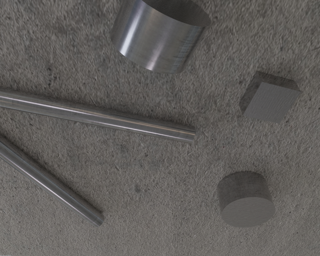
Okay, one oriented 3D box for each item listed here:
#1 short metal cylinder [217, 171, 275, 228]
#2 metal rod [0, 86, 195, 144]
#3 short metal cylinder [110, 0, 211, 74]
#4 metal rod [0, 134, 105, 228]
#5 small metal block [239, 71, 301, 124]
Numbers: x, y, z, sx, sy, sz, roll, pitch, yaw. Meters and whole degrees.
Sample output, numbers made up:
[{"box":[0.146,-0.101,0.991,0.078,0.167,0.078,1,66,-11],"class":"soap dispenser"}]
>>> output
[{"box":[0.134,0.113,0.488,0.081,0.050,0.079,0,130,0],"class":"short metal cylinder"},{"box":[-0.103,-0.020,0.388,0.302,0.025,0.025,11,129,-10],"class":"metal rod"},{"box":[0.000,-0.095,0.290,0.081,0.080,0.050,19,128,-15],"class":"short metal cylinder"},{"box":[-0.186,0.067,0.461,0.025,0.025,0.300,-25,126,20],"class":"metal rod"},{"box":[0.132,-0.037,0.377,0.050,0.025,0.050,12,129,-10],"class":"small metal block"}]
